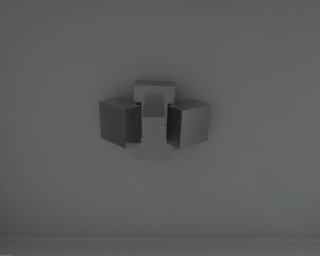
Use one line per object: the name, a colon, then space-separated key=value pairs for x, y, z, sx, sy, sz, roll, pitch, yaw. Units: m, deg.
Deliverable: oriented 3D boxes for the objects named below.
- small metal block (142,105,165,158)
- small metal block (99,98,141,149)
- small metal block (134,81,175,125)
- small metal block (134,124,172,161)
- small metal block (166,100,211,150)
small metal block: x=-0.007 y=0.003 z=0.370 sx=0.025 sy=0.050 sz=0.050 roll=0 pitch=110 yaw=-1
small metal block: x=-0.051 y=-0.007 z=0.392 sx=0.050 sy=0.025 sz=0.050 roll=19 pitch=117 yaw=39
small metal block: x=-0.008 y=-0.032 z=0.396 sx=0.050 sy=0.025 sz=0.050 roll=2 pitch=110 yaw=-2
small metal block: x=-0.009 y=0.015 z=0.414 sx=0.050 sy=0.025 sz=0.050 roll=2 pitch=110 yaw=-1
small metal block: x=0.036 y=-0.005 z=0.395 sx=0.050 sy=0.025 sz=0.050 roll=-15 pitch=116 yaw=-37
